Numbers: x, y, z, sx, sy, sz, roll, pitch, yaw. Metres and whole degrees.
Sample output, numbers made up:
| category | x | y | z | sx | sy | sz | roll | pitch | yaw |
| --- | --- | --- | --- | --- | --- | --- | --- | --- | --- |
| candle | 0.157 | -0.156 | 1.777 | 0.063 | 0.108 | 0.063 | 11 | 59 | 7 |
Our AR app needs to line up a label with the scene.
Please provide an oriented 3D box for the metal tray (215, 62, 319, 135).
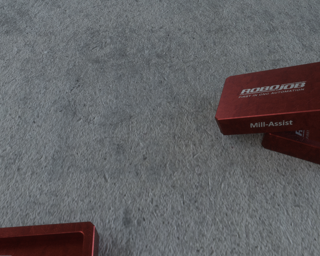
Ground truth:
| category | x | y | z | sx | sy | sz | roll | pitch | yaw |
| --- | --- | --- | --- | --- | --- | --- | --- | --- | --- |
| metal tray | 0.143 | -0.037 | 0.391 | 0.130 | 0.030 | 0.090 | -5 | 43 | 30 |

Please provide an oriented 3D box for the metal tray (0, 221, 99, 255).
| category | x | y | z | sx | sy | sz | roll | pitch | yaw |
| --- | --- | --- | --- | --- | --- | --- | --- | --- | --- |
| metal tray | -0.125 | 0.138 | 0.282 | 0.131 | 0.030 | 0.090 | -3 | 50 | -3 |

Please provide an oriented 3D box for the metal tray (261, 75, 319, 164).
| category | x | y | z | sx | sy | sz | roll | pitch | yaw |
| --- | --- | --- | --- | --- | --- | --- | --- | --- | --- |
| metal tray | 0.195 | -0.018 | 0.415 | 0.090 | 0.030 | 0.130 | 17 | 52 | 14 |
